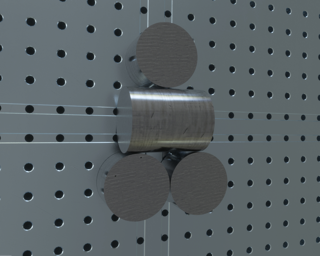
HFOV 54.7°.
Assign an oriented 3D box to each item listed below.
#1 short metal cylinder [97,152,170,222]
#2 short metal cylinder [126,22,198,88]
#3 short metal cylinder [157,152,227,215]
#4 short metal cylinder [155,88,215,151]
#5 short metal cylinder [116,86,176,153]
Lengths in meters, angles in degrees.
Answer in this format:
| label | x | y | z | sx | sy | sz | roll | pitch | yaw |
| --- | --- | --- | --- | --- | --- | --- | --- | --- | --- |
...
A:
| label | x | y | z | sx | sy | sz | roll | pitch | yaw |
| --- | --- | --- | --- | --- | --- | --- | --- | --- | --- |
| short metal cylinder | -0.034 | 0.070 | 0.387 | 0.081 | 0.050 | 0.079 | 0 | 90 | -21 |
| short metal cylinder | 0.001 | -0.089 | 0.400 | 0.081 | 0.050 | 0.079 | 0 | 90 | -21 |
| short metal cylinder | 0.042 | 0.070 | 0.415 | 0.081 | 0.050 | 0.079 | 0 | 90 | -21 |
| short metal cylinder | 0.027 | -0.010 | 0.395 | 0.050 | 0.080 | 0.079 | 0 | 90 | -20 |
| short metal cylinder | -0.020 | -0.010 | 0.377 | 0.050 | 0.080 | 0.079 | 0 | 90 | -20 |
